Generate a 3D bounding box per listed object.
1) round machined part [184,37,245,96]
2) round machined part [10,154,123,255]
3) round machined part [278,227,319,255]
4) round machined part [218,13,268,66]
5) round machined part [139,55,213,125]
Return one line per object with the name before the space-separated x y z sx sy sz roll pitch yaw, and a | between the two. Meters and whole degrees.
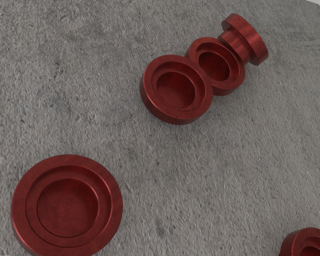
round machined part | 0.081 -0.092 0.489 0.099 0.042 0.098 11 60 -19
round machined part | -0.089 0.078 0.297 0.099 0.042 0.098 14 56 -21
round machined part | 0.187 0.178 0.385 0.099 0.042 0.098 14 56 -21
round machined part | 0.137 -0.144 0.532 0.098 0.042 0.098 49 8 -8
round machined part | 0.019 -0.048 0.426 0.099 0.042 0.098 8 65 -17
